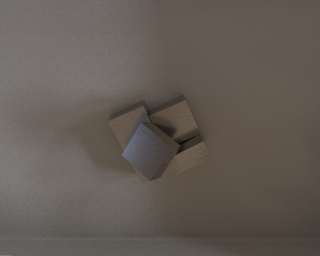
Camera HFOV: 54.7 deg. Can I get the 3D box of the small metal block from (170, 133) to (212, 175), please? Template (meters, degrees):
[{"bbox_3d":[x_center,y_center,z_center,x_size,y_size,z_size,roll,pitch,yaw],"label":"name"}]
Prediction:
[{"bbox_3d":[0.036,0.029,0.407,0.050,0.050,0.025,-27,108,8],"label":"small metal block"}]

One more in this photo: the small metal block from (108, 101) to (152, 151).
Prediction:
[{"bbox_3d":[-0.033,-0.001,0.409,0.050,0.025,0.050,-24,109,8],"label":"small metal block"}]

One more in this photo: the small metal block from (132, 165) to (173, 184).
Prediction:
[{"bbox_3d":[-0.012,0.041,0.425,0.050,0.025,0.050,-24,109,8],"label":"small metal block"}]

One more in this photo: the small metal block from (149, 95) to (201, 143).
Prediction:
[{"bbox_3d":[0.020,-0.008,0.407,0.050,0.025,0.050,-24,109,8],"label":"small metal block"}]

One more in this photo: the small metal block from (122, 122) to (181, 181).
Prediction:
[{"bbox_3d":[-0.011,0.028,0.380,0.050,0.025,0.050,39,108,22],"label":"small metal block"}]
